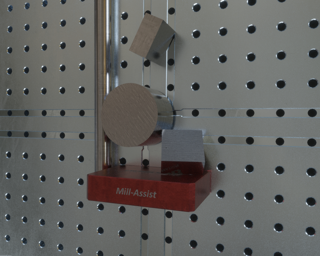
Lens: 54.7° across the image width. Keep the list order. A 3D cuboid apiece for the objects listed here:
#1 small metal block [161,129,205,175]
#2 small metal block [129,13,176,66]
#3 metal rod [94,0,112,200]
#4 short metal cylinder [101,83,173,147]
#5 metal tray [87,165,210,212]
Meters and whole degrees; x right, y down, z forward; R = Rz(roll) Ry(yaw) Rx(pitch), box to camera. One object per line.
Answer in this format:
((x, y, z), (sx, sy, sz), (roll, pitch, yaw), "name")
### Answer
((0.027, 0.029, 0.381), (0.050, 0.025, 0.050), (2, 46, 0), "small metal block")
((-0.009, -0.114, 0.402), (0.025, 0.050, 0.050), (29, 99, 18), "small metal block")
((-0.081, -0.048, 0.440), (0.025, 0.025, 0.298), (0, 90, 20), "metal rod")
((-0.029, -0.016, 0.407), (0.080, 0.050, 0.080), (-1, 88, 24), "short metal cylinder")
((-0.011, 0.070, 0.381), (0.130, 0.090, 0.030), (1, 91, 20), "metal tray")
